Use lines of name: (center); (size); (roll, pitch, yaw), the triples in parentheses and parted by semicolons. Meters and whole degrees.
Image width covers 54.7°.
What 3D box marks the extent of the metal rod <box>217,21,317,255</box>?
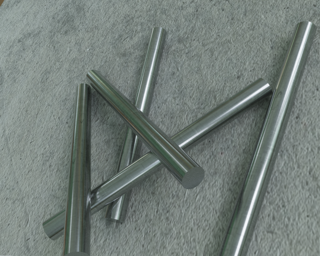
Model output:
metal rod: (0.121, 0.006, 0.336); (0.025, 0.025, 0.300); (12, 68, 33)

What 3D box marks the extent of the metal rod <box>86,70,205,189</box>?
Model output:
metal rod: (-0.040, -0.019, 0.401); (0.025, 0.025, 0.300); (-44, 40, -2)

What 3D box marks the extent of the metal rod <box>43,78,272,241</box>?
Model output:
metal rod: (0.000, 0.034, 0.360); (0.301, 0.025, 0.025); (-34, 51, -3)

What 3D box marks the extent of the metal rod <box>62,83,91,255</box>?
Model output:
metal rod: (-0.100, 0.027, 0.392); (0.025, 0.025, 0.300); (-29, 37, 10)

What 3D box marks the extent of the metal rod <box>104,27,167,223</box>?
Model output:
metal rod: (-0.028, -0.022, 0.432); (0.025, 0.025, 0.300); (-3, 60, 27)
